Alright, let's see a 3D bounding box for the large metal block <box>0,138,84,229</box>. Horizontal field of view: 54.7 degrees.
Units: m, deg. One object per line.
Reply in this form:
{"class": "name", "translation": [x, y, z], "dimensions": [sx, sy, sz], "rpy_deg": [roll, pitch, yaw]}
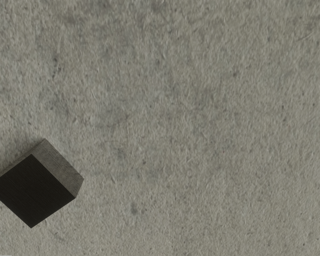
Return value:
{"class": "large metal block", "translation": [-0.166, 0.075, 0.422], "dimensions": [0.080, 0.050, 0.080], "rpy_deg": [-35, 107, 11]}
